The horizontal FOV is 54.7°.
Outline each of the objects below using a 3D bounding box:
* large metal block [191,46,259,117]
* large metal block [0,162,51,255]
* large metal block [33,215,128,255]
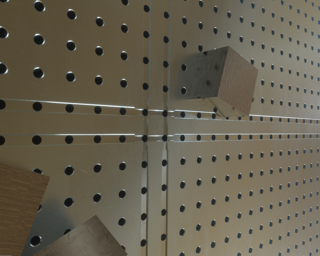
[{"bbox_3d":[0.102,-0.068,0.481,0.080,0.050,0.080,24,75,-38],"label":"large metal block"},{"bbox_3d":[-0.155,0.067,0.264,0.080,0.050,0.080,27,73,-37],"label":"large metal block"},{"bbox_3d":[-0.084,0.143,0.298,0.081,0.050,0.079,-27,149,-37],"label":"large metal block"}]
